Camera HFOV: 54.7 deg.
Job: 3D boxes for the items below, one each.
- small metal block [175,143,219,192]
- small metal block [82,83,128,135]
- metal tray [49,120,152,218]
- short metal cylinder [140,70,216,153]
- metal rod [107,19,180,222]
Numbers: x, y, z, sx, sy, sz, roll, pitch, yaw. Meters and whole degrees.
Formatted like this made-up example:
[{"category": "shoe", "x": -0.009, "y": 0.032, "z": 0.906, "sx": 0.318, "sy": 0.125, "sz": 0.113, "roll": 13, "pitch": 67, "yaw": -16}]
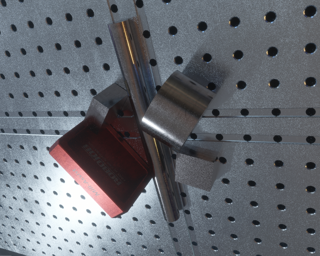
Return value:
[{"category": "small metal block", "x": 0.049, "y": 0.052, "z": 0.417, "sx": 0.050, "sy": 0.025, "sz": 0.050, "roll": 14, "pitch": 124, "yaw": 20}, {"category": "small metal block", "x": -0.073, "y": -0.026, "z": 0.414, "sx": 0.025, "sy": 0.050, "sz": 0.050, "roll": 36, "pitch": 129, "yaw": 4}, {"category": "metal tray", "x": -0.078, "y": 0.050, "z": 0.438, "sx": 0.130, "sy": 0.090, "sz": 0.030, "roll": 48, "pitch": 129, "yaw": -6}, {"category": "short metal cylinder", "x": 0.021, "y": -0.018, "z": 0.352, "sx": 0.050, "sy": 0.080, "sz": 0.079, "roll": 33, "pitch": 129, "yaw": 6}, {"category": "metal rod", "x": -0.015, "y": 0.008, "z": 0.422, "sx": 0.025, "sy": 0.025, "sz": 0.298, "roll": 0, "pitch": 119, "yaw": 28}]
